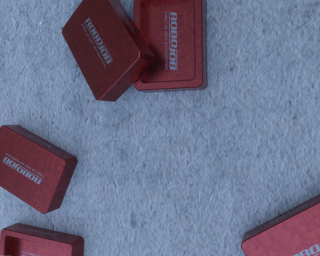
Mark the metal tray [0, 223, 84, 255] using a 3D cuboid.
[{"bbox_3d":[-0.181,0.202,0.468,0.130,0.030,0.089,4,91,19],"label":"metal tray"}]

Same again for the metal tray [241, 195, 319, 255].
[{"bbox_3d":[0.171,0.136,0.346,0.130,0.030,0.090,-35,79,16],"label":"metal tray"}]

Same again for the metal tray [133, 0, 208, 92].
[{"bbox_3d":[0.013,-0.113,0.400,0.090,0.030,0.129,-1,90,19],"label":"metal tray"}]

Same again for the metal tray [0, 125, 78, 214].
[{"bbox_3d":[-0.199,0.060,0.475,0.130,0.030,0.089,25,98,17],"label":"metal tray"}]

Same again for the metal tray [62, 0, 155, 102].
[{"bbox_3d":[-0.073,-0.111,0.409,0.090,0.030,0.130,-41,68,28],"label":"metal tray"}]
